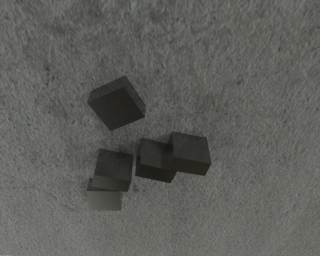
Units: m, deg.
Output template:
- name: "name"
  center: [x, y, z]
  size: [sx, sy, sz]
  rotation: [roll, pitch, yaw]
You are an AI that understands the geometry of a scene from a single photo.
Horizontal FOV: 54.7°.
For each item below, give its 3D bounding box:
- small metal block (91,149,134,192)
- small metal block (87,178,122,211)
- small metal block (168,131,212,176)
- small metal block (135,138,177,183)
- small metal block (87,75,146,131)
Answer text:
- name: "small metal block"
  center: [-0.067, 0.060, 0.441]
  size: [0.050, 0.050, 0.025]
  rotation: [12, 129, -11]
- name: "small metal block"
  center: [-0.088, 0.107, 0.498]
  size: [0.050, 0.025, 0.050]
  rotation: [1, 130, -2]
- name: "small metal block"
  center: [0.039, 0.034, 0.421]
  size: [0.050, 0.050, 0.025]
  rotation: [11, 129, -10]
- name: "small metal block"
  center: [-0.005, 0.045, 0.429]
  size: [0.050, 0.050, 0.025]
  rotation: [14, 129, -12]
- name: "small metal block"
  center: [-0.052, -0.029, 0.381]
  size: [0.050, 0.025, 0.050]
  rotation: [-21, 127, 16]
